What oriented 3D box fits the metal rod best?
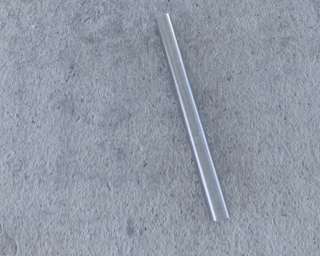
[{"bbox_3d":[0.038,-0.028,0.418,0.025,0.025,0.299,-12,71,-5],"label":"metal rod"}]
